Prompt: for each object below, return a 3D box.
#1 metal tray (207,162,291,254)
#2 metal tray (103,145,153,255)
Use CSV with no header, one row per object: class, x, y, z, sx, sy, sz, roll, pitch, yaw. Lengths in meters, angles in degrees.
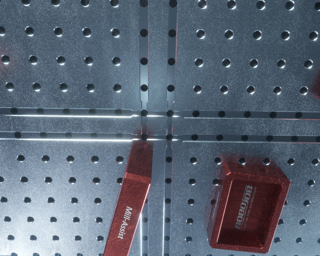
metal tray,0.126,0.119,0.455,0.091,0.030,0.129,7,110,-3
metal tray,-0.042,0.099,0.414,0.030,0.090,0.129,15,109,-5
